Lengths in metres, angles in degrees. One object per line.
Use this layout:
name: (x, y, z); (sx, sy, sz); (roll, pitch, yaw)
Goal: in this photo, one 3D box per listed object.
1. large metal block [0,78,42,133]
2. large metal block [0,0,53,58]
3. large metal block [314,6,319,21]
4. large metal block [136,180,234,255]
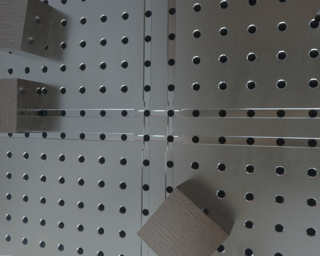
large metal block: (-0.235, -0.033, 0.483); (0.080, 0.050, 0.080); (1, 91, 20)
large metal block: (-0.222, -0.158, 0.479); (0.080, 0.050, 0.080); (12, 94, 19)
large metal block: (0.222, -0.144, 0.321); (0.080, 0.050, 0.080); (28, 99, 18)
large metal block: (0.033, 0.126, 0.388); (0.080, 0.050, 0.080); (42, 103, 15)
